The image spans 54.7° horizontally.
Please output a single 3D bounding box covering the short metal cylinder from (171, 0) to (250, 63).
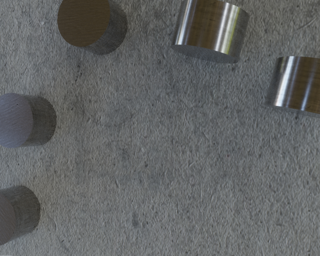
[{"bbox_3d":[0.057,-0.110,0.359,0.080,0.080,0.050,15,95,19],"label":"short metal cylinder"}]

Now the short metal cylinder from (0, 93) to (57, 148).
[{"bbox_3d":[-0.206,-0.011,0.469,0.080,0.050,0.080,0,90,20],"label":"short metal cylinder"}]

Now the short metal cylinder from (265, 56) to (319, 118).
[{"bbox_3d":[0.157,-0.040,0.324,0.080,0.080,0.050,15,95,19],"label":"short metal cylinder"}]

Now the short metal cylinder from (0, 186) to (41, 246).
[{"bbox_3d":[-0.235,0.133,0.479,0.080,0.050,0.080,0,90,20],"label":"short metal cylinder"}]

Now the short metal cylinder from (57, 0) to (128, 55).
[{"bbox_3d":[-0.092,-0.146,0.428,0.080,0.050,0.080,0,90,20],"label":"short metal cylinder"}]
